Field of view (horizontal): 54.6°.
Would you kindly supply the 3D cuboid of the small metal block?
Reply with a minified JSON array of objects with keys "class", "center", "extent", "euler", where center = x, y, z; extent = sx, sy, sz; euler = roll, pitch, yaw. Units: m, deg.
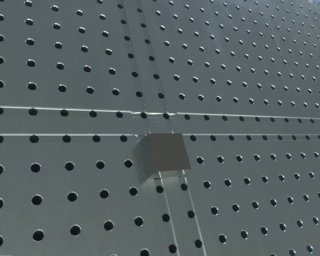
[{"class":"small metal block","center":[0.006,0.035,0.390],"extent":[0.050,0.025,0.050],"euler":[0,62,-28]}]
